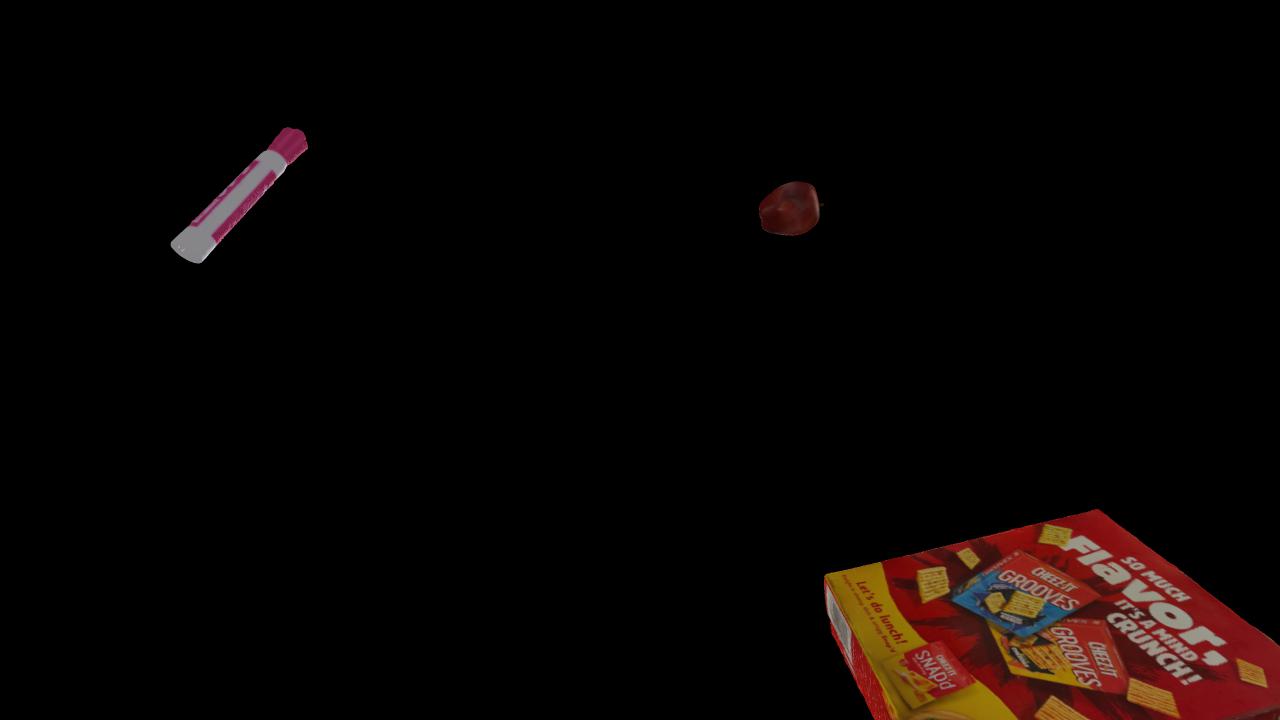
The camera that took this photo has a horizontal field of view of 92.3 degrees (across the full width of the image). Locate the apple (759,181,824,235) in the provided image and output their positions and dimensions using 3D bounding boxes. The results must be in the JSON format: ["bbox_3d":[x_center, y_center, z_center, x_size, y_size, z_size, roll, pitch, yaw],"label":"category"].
[{"bbox_3d":[0.226,-0.224,0.918,0.093,0.079,0.079,-9,-3,20],"label":"apple"}]

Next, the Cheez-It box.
[{"bbox_3d":[0.260,0.195,0.407,0.223,0.071,0.166,-15,24,-1],"label":"Cheez-It box"}]

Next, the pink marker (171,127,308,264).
[{"bbox_3d":[-0.261,-0.114,0.409,0.020,0.121,0.020,15,-32,9],"label":"pink marker"}]
